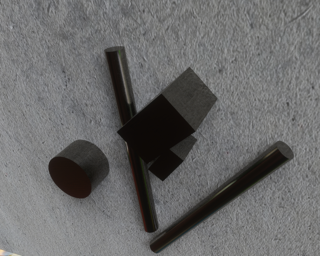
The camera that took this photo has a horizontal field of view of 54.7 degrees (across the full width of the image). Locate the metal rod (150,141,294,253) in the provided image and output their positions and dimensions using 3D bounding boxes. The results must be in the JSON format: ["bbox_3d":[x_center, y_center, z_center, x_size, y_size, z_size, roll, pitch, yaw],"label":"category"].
[{"bbox_3d":[0.067,0.114,0.441,0.025,0.025,0.298,40,129,1],"label":"metal rod"}]

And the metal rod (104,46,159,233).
[{"bbox_3d":[-0.035,0.034,0.444,0.025,0.025,0.298,5,121,25],"label":"metal rod"}]

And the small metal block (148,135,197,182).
[{"bbox_3d":[0.017,0.034,0.402,0.025,0.050,0.050,40,129,1],"label":"small metal block"}]

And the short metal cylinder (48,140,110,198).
[{"bbox_3d":[-0.129,0.066,0.497,0.080,0.050,0.079,13,124,20],"label":"short metal cylinder"}]

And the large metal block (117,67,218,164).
[{"bbox_3d":[0.010,-0.015,0.356,0.050,0.080,0.080,48,129,-6],"label":"large metal block"}]
